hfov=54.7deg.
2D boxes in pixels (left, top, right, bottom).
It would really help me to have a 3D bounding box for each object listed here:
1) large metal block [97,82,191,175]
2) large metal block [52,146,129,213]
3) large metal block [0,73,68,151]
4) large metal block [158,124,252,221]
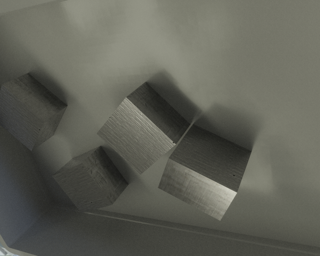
[{"bbox_3d":[-0.022,0.001,0.405,0.080,0.050,0.080,44,129,-2],"label":"large metal block"},{"bbox_3d":[-0.113,0.085,0.505,0.080,0.050,0.080,-24,106,36],"label":"large metal block"},{"bbox_3d":[-0.204,-0.024,0.485,0.080,0.050,0.080,40,129,0],"label":"large metal block"},{"bbox_3d":[0.056,0.050,0.375,0.080,0.080,0.050,26,128,12],"label":"large metal block"}]
